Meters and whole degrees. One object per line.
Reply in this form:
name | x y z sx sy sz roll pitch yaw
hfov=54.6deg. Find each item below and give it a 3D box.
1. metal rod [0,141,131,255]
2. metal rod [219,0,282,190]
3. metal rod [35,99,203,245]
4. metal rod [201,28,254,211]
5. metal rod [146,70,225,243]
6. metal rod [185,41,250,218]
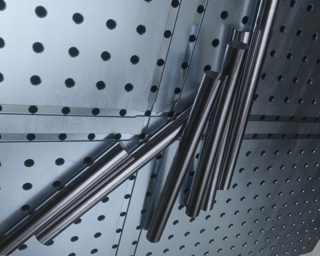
metal rod | -0.162 0.122 0.397 0.300 0.025 0.025 -39 129 -2
metal rod | 0.123 -0.032 0.457 0.025 0.025 0.298 -7 122 -25
metal rod | -0.041 0.052 0.419 0.300 0.025 0.025 -39 129 -2
metal rod | 0.093 0.006 0.464 0.025 0.025 0.298 -8 122 -24
metal rod | 0.026 0.060 0.438 0.025 0.025 0.298 -2 127 -28
metal rod | 0.072 0.024 0.440 0.025 0.025 0.298 -10 130 -23
